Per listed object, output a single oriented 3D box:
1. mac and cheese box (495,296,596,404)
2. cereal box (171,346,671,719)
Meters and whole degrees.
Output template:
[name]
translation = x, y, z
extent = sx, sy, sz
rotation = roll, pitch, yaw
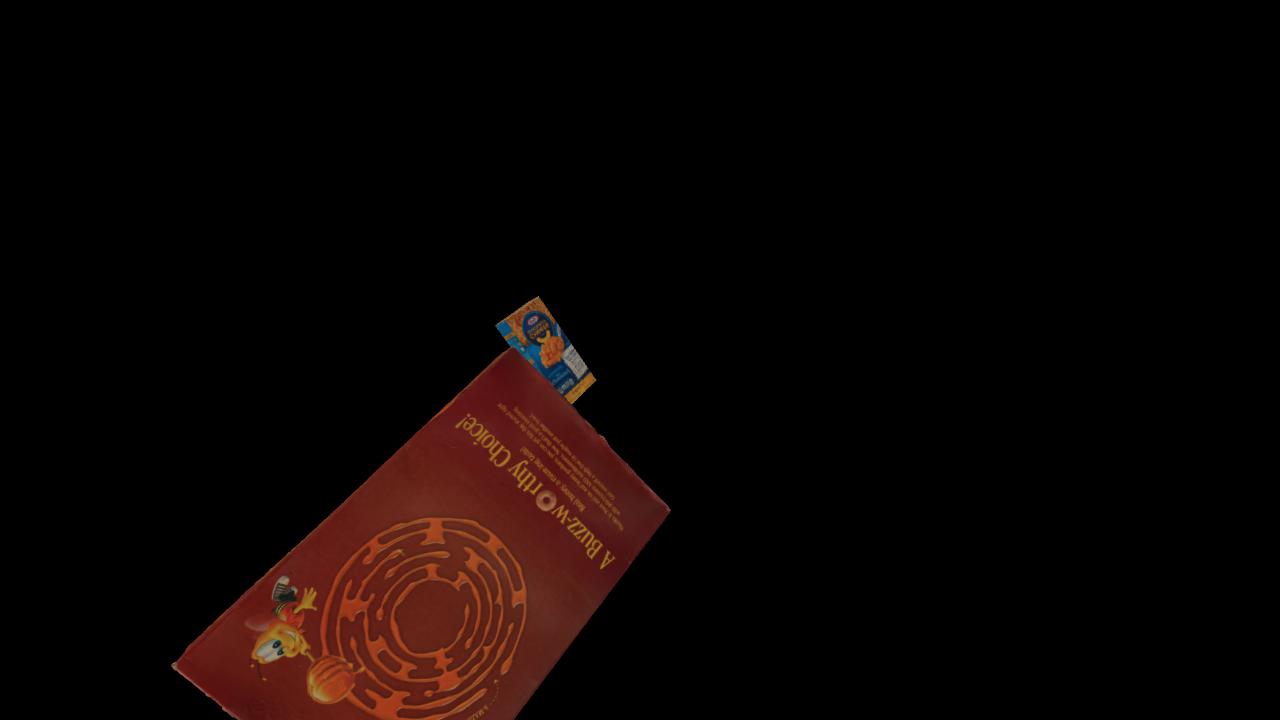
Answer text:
[mac and cheese box]
translation = -0.161, -0.010, 1.071
extent = 0.041, 0.184, 0.093
rotation = -21, 17, 45
[cereal box]
translation = -0.143, 0.165, 0.482
extent = 0.306, 0.203, 0.081
rotation = -48, 11, -25
